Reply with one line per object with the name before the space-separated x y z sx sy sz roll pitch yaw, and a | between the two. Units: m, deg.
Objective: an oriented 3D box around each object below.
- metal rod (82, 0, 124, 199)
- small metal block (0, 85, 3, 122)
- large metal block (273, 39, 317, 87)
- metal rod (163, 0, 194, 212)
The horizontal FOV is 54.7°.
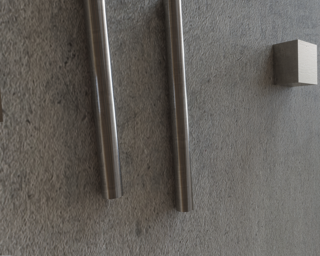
metal rod | -0.067 -0.069 0.349 0.025 0.025 0.298 -8 95 -40
small metal block | -0.154 -0.029 0.260 0.025 0.050 0.050 -6 94 -40
large metal block | 0.271 -0.126 0.620 0.081 0.050 0.079 -3 92 -40
metal rod | 0.025 -0.034 0.427 0.025 0.025 0.298 -7 94 -40
